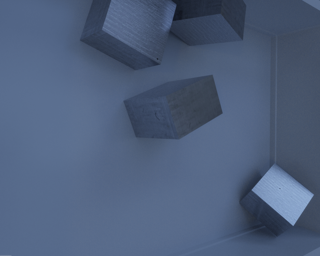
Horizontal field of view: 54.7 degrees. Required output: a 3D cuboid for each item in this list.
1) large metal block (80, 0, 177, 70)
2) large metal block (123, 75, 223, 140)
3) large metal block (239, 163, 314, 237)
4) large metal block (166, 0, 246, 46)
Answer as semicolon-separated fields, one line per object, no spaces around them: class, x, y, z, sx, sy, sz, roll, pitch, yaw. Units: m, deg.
large metal block;-0.035;-0.124;0.360;0.080;0.050;0.080;23;76;-38
large metal block;0.016;-0.026;0.384;0.081;0.080;0.050;-28;108;-36
large metal block;0.199;0.121;0.530;0.080;0.050;0.081;42;54;18
large metal block;0.059;-0.150;0.407;0.080;0.080;0.050;15;80;-57
